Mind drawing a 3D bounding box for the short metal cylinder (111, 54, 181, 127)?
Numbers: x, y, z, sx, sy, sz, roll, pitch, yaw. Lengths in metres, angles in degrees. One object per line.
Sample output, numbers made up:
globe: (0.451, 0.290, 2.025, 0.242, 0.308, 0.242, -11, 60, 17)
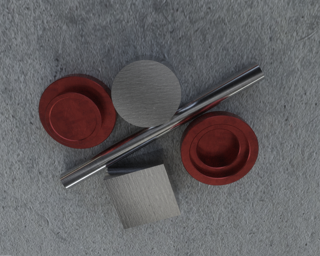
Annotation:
short metal cylinder: (-0.016, -0.047, 0.380, 0.081, 0.050, 0.079, 0, 110, 0)

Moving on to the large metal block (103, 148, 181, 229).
large metal block: (-0.022, 0.083, 0.429, 0.080, 0.050, 0.080, -16, 110, 6)

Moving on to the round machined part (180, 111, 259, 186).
round machined part: (0.076, 0.024, 0.411, 0.099, 0.042, 0.097, 0, 110, 0)

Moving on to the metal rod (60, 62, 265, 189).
metal rod: (-0.004, 0.002, 0.412, 0.300, 0.025, 0.025, -30, 108, 10)

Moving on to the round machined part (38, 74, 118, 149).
round machined part: (-0.105, -0.017, 0.394, 0.099, 0.042, 0.097, 0, 110, 0)
